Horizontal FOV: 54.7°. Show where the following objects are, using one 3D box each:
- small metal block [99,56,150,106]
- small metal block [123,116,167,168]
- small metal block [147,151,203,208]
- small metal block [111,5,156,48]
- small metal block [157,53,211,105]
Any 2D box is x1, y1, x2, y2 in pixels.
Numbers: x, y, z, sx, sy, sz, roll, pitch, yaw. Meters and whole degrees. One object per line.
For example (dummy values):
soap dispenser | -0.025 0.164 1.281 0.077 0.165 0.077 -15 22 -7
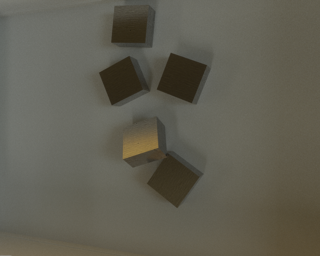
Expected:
small metal block | -0.049 -0.063 0.428 0.050 0.025 0.050 -24 82 18
small metal block | -0.020 0.018 0.405 0.050 0.025 0.050 -19 50 19
small metal block | 0.020 0.066 0.403 0.050 0.025 0.050 36 102 16
small metal block | -0.036 -0.138 0.423 0.050 0.025 0.050 6 92 19
small metal block | 0.031 -0.063 0.400 0.050 0.025 0.050 24 98 18
